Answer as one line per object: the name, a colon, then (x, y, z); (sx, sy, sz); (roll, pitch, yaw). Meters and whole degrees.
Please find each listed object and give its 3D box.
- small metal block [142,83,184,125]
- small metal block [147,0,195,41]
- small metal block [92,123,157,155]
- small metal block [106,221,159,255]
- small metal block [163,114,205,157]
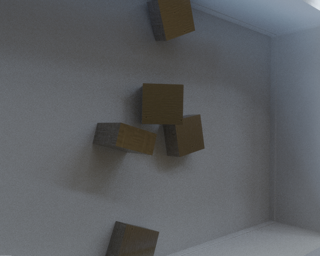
small metal block: (0.003, -0.029, 0.393); (0.050, 0.025, 0.050); (1, 89, -4)
small metal block: (0.015, -0.147, 0.409); (0.050, 0.025, 0.050); (-28, 118, -27)
small metal block: (-0.041, 0.013, 0.356); (0.050, 0.050, 0.025); (19, 78, -39)
small metal block: (-0.033, 0.145, 0.375); (0.050, 0.025, 0.050); (26, 70, -34)
small metal block: (0.034, 0.010, 0.435); (0.050, 0.025, 0.050); (-14, 99, -39)
